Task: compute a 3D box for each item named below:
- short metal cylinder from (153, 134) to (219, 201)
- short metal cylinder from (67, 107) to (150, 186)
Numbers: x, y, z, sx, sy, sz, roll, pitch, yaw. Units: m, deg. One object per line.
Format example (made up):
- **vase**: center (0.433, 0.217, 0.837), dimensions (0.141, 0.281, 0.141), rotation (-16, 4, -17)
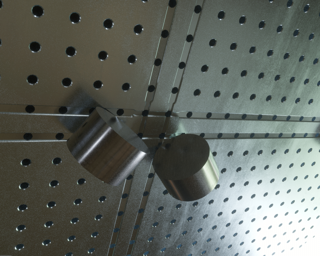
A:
- **short metal cylinder**: center (0.037, 0.054, 0.431), dimensions (0.080, 0.080, 0.050), rotation (-33, 129, -7)
- **short metal cylinder**: center (-0.059, 0.021, 0.358), dimensions (0.050, 0.080, 0.080), rotation (-48, 129, 5)
